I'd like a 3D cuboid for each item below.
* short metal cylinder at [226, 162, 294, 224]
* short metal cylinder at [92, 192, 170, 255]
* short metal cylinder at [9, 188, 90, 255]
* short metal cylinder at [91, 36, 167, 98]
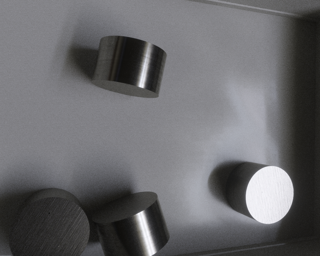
[{"bbox_3d":[0.144,0.092,0.450,0.081,0.050,0.080,0,90,-20],"label":"short metal cylinder"},{"bbox_3d":[-0.034,0.116,0.369,0.081,0.080,0.050,-19,97,-19],"label":"short metal cylinder"},{"bbox_3d":[-0.124,0.113,0.352,0.081,0.050,0.080,0,90,-20],"label":"short metal cylinder"},{"bbox_3d":[-0.036,-0.070,0.368,0.081,0.080,0.050,12,86,-20],"label":"short metal cylinder"}]
